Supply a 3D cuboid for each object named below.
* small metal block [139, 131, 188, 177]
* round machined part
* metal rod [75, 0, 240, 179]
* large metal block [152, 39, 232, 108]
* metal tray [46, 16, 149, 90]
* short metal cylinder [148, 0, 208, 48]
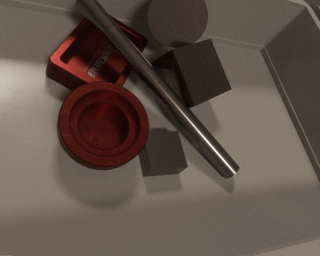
[{"bbox_3d":[0.001,0.032,0.389,0.050,0.025,0.050,0,62,-29],"label":"small metal block"},{"bbox_3d":[-0.066,0.000,0.352,0.099,0.042,0.098,7,70,-21],"label":"round machined part"},{"bbox_3d":[0.001,-0.051,0.408,0.300,0.025,0.025,49,51,-6],"label":"metal rod"},{"bbox_3d":[0.046,-0.075,0.448,0.081,0.050,0.080,-26,94,-37],"label":"large metal block"},{"bbox_3d":[-0.080,-0.098,0.420,0.090,0.030,0.130,30,52,-10],"label":"metal tray"},{"bbox_3d":[0.026,-0.158,0.434,0.080,0.080,0.050,30,25,-10],"label":"short metal cylinder"}]
